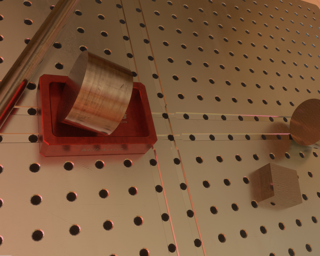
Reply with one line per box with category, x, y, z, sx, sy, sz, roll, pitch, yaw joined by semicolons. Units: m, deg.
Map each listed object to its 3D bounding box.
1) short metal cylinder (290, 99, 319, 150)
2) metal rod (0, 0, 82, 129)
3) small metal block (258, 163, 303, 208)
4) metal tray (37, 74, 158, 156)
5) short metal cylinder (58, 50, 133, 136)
short metal cylinder;0.268;-0.005;0.520;0.050;0.080;0.080;13;56;-21
metal rod;-0.155;-0.086;0.376;0.025;0.025;0.300;24;53;-14
small metal block;0.175;0.084;0.451;0.050;0.025;0.050;17;55;-19
metal tray;-0.075;-0.015;0.373;0.131;0.030;0.090;1;61;-28
short metal cylinder;-0.071;-0.036;0.335;0.050;0.080;0.080;20;54;-29
